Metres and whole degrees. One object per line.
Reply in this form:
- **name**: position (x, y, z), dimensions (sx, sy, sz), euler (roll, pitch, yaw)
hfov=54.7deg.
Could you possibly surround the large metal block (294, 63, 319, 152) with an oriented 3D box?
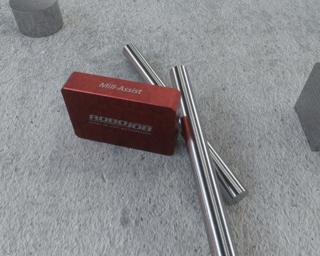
- **large metal block**: position (0.220, -0.026, 0.392), dimensions (0.050, 0.080, 0.080), euler (0, 50, 0)

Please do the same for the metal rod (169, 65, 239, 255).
- **metal rod**: position (0.048, 0.048, 0.339), dimensions (0.025, 0.025, 0.299), euler (-7, 58, -6)

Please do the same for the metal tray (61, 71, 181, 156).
- **metal tray**: position (-0.043, -0.015, 0.373), dimensions (0.131, 0.089, 0.030), euler (11, 51, 8)

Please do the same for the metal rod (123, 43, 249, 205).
- **metal rod**: position (0.019, -0.026, 0.425), dimensions (0.025, 0.025, 0.300), euler (-21, 53, -17)

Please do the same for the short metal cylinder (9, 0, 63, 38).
- **short metal cylinder**: position (-0.221, -0.207, 0.558), dimensions (0.081, 0.050, 0.080), euler (0, 50, 0)
